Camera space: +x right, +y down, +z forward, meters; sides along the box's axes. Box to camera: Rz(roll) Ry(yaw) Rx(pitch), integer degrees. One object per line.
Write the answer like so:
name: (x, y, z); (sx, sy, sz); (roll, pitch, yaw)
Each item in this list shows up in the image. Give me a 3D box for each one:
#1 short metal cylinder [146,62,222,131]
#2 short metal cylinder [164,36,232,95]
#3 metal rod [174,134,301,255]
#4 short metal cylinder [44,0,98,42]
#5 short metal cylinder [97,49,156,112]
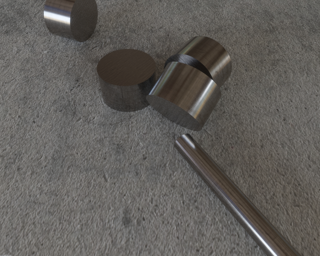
short metal cylinder: (0.030, -0.039, 0.392); (0.080, 0.080, 0.050); (27, 78, 21)
short metal cylinder: (0.053, -0.081, 0.436); (0.080, 0.080, 0.050); (28, 55, 21)
metal rod: (0.110, 0.113, 0.309); (0.025, 0.025, 0.300); (-27, 55, -21)
short metal cylinder: (-0.150, -0.193, 0.528); (0.050, 0.080, 0.080); (19, 53, 15)
short metal cylinder: (-0.046, -0.069, 0.445); (0.081, 0.050, 0.080); (0, 50, 0)
